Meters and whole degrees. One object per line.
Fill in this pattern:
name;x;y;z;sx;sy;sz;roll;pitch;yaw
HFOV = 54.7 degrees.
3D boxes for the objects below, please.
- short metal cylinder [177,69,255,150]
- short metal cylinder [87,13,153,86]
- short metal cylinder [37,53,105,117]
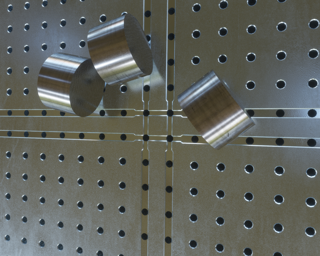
short metal cylinder;0.065;-0.021;0.360;0.050;0.080;0.080;-38;78;16
short metal cylinder;-0.049;-0.100;0.401;0.050;0.080;0.080;-14;85;19
short metal cylinder;-0.119;-0.059;0.425;0.050;0.080;0.080;15;95;19
